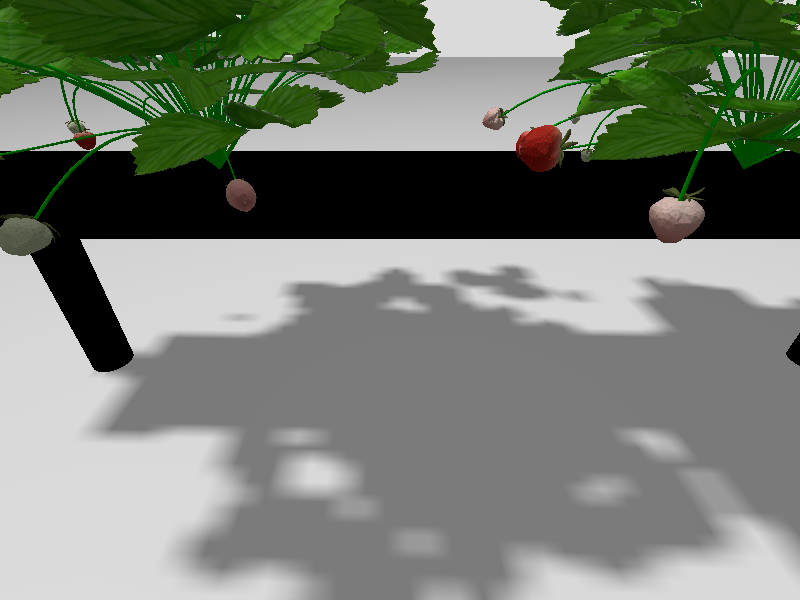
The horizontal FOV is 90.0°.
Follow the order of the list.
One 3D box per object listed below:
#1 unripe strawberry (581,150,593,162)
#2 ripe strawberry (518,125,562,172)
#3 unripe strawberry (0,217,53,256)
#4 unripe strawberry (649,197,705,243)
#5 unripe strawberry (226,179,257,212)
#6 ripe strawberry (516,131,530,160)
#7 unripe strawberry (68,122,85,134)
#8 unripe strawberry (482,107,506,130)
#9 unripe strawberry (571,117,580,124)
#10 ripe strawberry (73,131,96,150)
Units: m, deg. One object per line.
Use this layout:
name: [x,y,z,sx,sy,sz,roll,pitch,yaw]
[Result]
unripe strawberry: [0.152,-0.117,0.326,0.010,0.010,0.009,-3,33,-4]
ripe strawberry: [0.114,-0.124,0.327,0.034,0.035,0.031,-2,33,-2]
unripe strawberry: [-0.186,-0.031,0.198,0.021,0.019,0.019,6,-30,9]
unripe strawberry: [0.144,-0.042,0.211,0.021,0.025,0.025,-28,42,-36]
unripe strawberry: [-0.098,-0.064,0.249,0.017,0.020,0.019,-16,42,-23]
ripe strawberry: [0.115,-0.137,0.359,0.024,0.023,0.022,35,32,-13]
unripe strawberry: [-0.352,-0.186,0.436,0.013,0.015,0.015,18,37,25]
unripe strawberry: [0.112,-0.217,0.482,0.028,0.025,0.026,-30,23,-38]
unripe strawberry: [0.214,-0.221,0.489,0.011,0.010,0.010,-14,35,-20]
ripe strawberry: [-0.306,-0.155,0.390,0.016,0.016,0.018,12,35,19]
